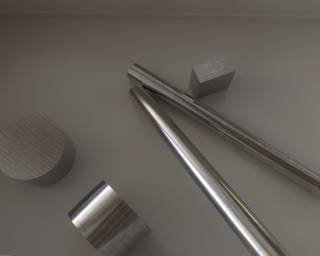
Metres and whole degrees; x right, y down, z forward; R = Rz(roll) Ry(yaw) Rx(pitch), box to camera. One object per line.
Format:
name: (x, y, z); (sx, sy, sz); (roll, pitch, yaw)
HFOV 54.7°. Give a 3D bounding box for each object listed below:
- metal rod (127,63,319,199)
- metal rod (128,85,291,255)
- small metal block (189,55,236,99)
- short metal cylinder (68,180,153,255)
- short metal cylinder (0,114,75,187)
metal rod: (0.085, -0.001, 0.410); (0.301, 0.025, 0.025); (33, 73, 11)
metal rod: (0.039, 0.040, 0.332); (0.025, 0.025, 0.300); (-30, 49, -11)
small metal block: (0.070, -0.068, 0.422); (0.050, 0.050, 0.025); (-20, 72, -8)
short metal cylinder: (-0.054, 0.103, 0.342); (0.080, 0.080, 0.050); (42, 75, 13)
short metal cylinder: (-0.152, 0.029, 0.384); (0.081, 0.050, 0.080); (0, 70, 0)
